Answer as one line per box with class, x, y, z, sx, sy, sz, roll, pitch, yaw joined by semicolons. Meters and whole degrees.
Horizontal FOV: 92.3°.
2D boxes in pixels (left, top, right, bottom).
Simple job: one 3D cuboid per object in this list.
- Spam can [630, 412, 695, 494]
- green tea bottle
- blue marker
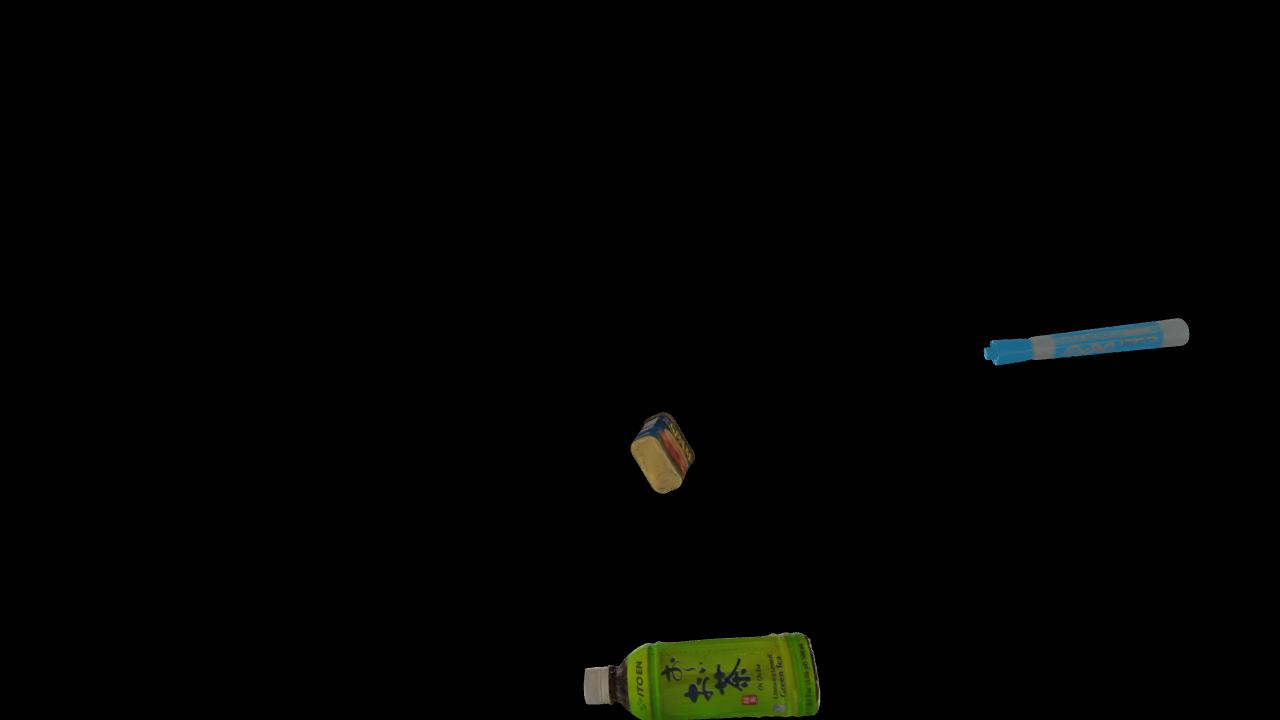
Spam can;0.035;0.146;0.969;0.058;0.101;0.085;-27;8;25
green tea bottle;0.054;0.297;0.572;0.212;0.073;0.073;-5;0;4
blue marker;0.308;-0.012;0.430;0.121;0.020;0.020;-7;-2;14
